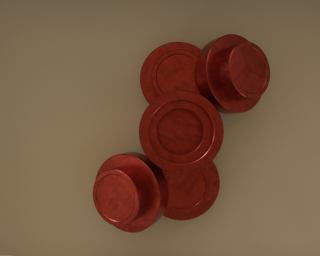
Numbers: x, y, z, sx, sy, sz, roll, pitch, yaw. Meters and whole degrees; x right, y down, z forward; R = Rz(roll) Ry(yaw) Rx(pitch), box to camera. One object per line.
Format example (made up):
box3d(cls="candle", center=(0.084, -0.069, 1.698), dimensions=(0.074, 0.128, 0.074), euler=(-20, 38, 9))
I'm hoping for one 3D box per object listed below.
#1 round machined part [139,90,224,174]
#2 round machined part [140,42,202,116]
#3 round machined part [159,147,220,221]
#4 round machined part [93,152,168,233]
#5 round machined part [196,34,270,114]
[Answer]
box3d(cls="round machined part", center=(0.025, 0.005, 0.380), dimensions=(0.099, 0.042, 0.097), euler=(0, 90, -1))
box3d(cls="round machined part", center=(0.023, -0.063, 0.401), dimensions=(0.099, 0.042, 0.097), euler=(0, 90, -1))
box3d(cls="round machined part", center=(0.029, 0.072, 0.402), dimensions=(0.099, 0.042, 0.097), euler=(0, 90, -1))
box3d(cls="round machined part", center=(-0.043, 0.081, 0.380), dimensions=(0.098, 0.042, 0.097), euler=(2, 95, 29))
box3d(cls="round machined part", center=(0.096, -0.068, 0.381), dimensions=(0.099, 0.042, 0.097), euler=(2, 87, -31))
